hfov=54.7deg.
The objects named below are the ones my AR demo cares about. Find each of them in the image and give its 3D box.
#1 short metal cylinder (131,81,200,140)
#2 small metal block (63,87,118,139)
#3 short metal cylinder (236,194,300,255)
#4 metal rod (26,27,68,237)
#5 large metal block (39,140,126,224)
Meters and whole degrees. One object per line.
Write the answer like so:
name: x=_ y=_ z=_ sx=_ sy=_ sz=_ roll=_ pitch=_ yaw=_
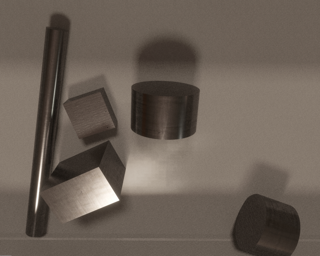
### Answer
short metal cylinder: x=0.006 y=-0.024 z=0.373 sx=0.081 sy=0.080 sz=0.050 roll=2 pitch=110 yaw=-2
small metal block: x=-0.089 y=-0.019 z=0.403 sx=0.050 sy=0.025 sz=0.050 roll=-18 pitch=109 yaw=6
short metal cylinder: x=0.149 y=0.139 z=0.436 sx=0.050 sy=0.080 sz=0.079 roll=20 pitch=109 yaw=-8
metal rod: x=-0.155 y=0.019 z=0.416 sx=0.025 sy=0.025 sz=0.298 roll=12 pitch=110 yaw=-5
large metal block: x=-0.096 y=0.068 z=0.406 sx=0.080 sy=0.080 sz=0.050 roll=-24 pitch=109 yaw=8
